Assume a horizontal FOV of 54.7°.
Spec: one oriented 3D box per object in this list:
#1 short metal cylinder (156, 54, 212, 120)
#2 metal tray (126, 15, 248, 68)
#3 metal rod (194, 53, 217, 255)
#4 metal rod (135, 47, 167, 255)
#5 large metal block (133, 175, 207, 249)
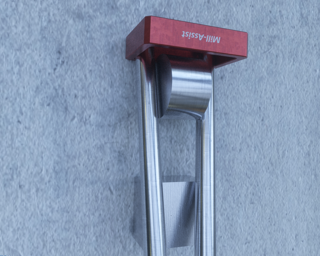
[{"bbox_3d":[0.023,-0.050,0.391,0.050,0.080,0.079,2,90,-21],"label":"short metal cylinder"},{"bbox_3d":[0.031,-0.102,0.388,0.131,0.090,0.030,2,90,-20],"label":"metal tray"},{"bbox_3d":[0.056,0.046,0.383,0.025,0.025,0.299,9,72,-20],"label":"metal rod"},{"bbox_3d":[-0.011,0.042,0.359,0.025,0.025,0.299,2,74,-20],"label":"metal rod"},{"bbox_3d":[0.011,0.105,0.400,0.081,0.050,0.079,2,90,-20],"label":"large metal block"}]
